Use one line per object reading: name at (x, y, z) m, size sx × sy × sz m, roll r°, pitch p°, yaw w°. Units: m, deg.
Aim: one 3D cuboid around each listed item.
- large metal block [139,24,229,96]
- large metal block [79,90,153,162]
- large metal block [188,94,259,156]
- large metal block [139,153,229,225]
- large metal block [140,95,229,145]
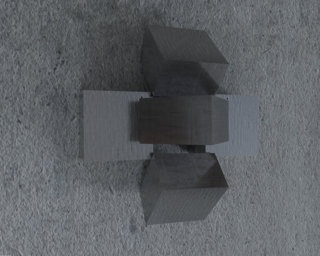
large metal block at (0.026, -0.083, 0.385) m, size 0.081 × 0.080 × 0.050 m, roll 0°, pitch 134°, yaw -20°
large metal block at (-0.055, -0.003, 0.377) m, size 0.081 × 0.050 × 0.079 m, roll -1°, pitch 90°, yaw -21°
large metal block at (0.087, -0.004, 0.427) m, size 0.081 × 0.050 × 0.079 m, roll 0°, pitch 90°, yaw -21°
large metal block at (0.026, 0.076, 0.385) m, size 0.081 × 0.079 × 0.050 m, roll 1°, pitch 47°, yaw -19°
large metal block at (0.031, -0.008, 0.358) m, size 0.080 × 0.080 × 0.050 m, roll 0°, pitch 91°, yaw 24°
